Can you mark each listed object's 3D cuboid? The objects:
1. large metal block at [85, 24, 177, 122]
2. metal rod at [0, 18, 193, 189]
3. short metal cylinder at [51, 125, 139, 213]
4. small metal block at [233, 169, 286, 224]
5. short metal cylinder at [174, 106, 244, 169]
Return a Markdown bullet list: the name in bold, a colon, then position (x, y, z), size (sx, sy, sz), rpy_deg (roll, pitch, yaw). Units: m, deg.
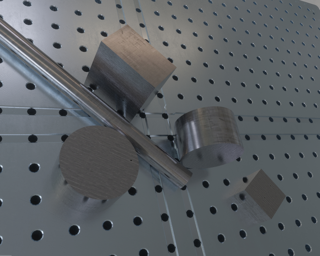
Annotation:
- **large metal block**: position (-0.039, -0.067, 0.393), size (0.080, 0.080, 0.050), rpy_deg (41, 51, 0)
- **metal rod**: position (-0.084, -0.029, 0.380), size (0.300, 0.025, 0.025), rpy_deg (39, 51, -2)
- **short metal cylinder**: position (-0.069, 0.044, 0.328), size (0.081, 0.050, 0.080), rpy_deg (14, 56, -21)
- **small metal block**: position (0.137, 0.093, 0.426), size (0.050, 0.025, 0.050), rpy_deg (49, 51, 6)
- **short metal cylinder**: position (0.061, 0.014, 0.397), size (0.081, 0.080, 0.050), rpy_deg (6, 59, -26)
